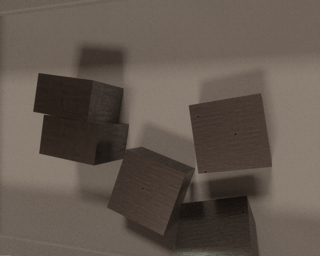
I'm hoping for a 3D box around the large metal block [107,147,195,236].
[{"bbox_3d":[-0.010,0.077,0.400,0.080,0.050,0.080,21,97,18],"label":"large metal block"}]

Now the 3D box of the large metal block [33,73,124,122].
[{"bbox_3d":[-0.107,-0.039,0.418,0.080,0.080,0.050,10,93,19],"label":"large metal block"}]

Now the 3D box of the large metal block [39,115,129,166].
[{"bbox_3d":[-0.098,0.013,0.415,0.080,0.080,0.050,9,93,19],"label":"large metal block"}]

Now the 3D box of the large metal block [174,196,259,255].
[{"bbox_3d":[0.065,0.129,0.350,0.080,0.080,0.050,-12,123,19],"label":"large metal block"}]

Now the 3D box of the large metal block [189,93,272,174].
[{"bbox_3d":[0.085,0.007,0.367,0.080,0.050,0.080,-9,87,19],"label":"large metal block"}]
